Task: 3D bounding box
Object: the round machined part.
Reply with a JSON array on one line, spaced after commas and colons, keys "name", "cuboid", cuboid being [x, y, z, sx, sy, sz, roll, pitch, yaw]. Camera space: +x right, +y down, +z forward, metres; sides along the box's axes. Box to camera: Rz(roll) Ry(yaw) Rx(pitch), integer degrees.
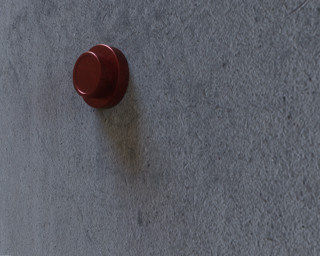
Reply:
[{"name": "round machined part", "cuboid": [-0.096, -0.079, 0.474, 0.098, 0.042, 0.097, 0, 90, 40]}]
